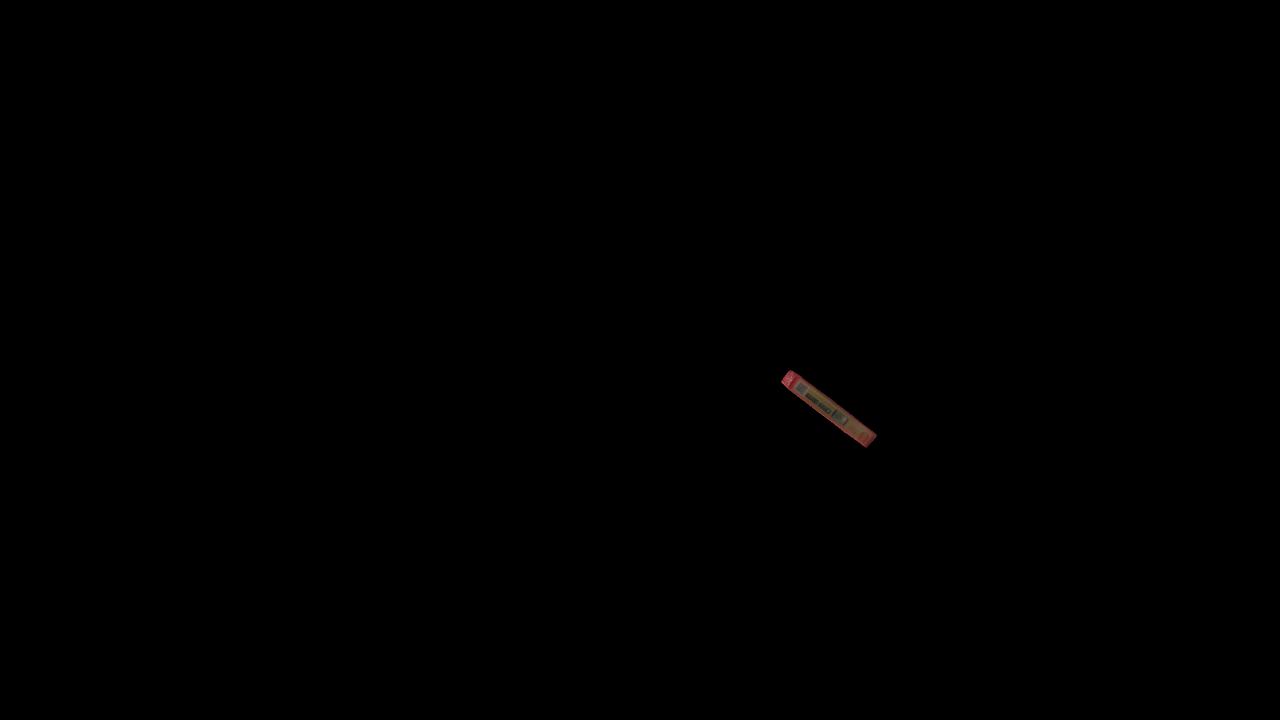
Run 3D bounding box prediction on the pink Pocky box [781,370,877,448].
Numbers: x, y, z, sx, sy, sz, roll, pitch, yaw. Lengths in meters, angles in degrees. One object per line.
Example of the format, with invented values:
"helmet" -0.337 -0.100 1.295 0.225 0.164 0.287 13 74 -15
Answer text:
"pink Pocky box" 0.299 0.076 0.985 0.155 0.029 0.084 38 7 1
